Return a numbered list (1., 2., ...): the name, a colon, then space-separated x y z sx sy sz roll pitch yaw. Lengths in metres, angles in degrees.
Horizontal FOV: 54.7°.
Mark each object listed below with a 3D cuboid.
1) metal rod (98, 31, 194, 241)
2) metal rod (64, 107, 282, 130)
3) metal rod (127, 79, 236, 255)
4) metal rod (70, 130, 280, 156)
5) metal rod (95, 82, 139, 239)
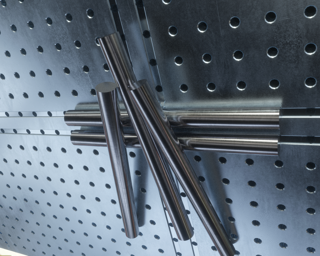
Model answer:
1. metal rod: -0.010 0.027 0.400 0.025 0.025 0.298 -6 116 31
2. metal rod: -0.003 -0.013 0.404 0.301 0.025 0.025 1 119 27
3. metal rod: 0.039 0.071 0.409 0.025 0.025 0.299 -11 120 32
4. metal rod: 0.001 0.017 0.420 0.301 0.025 0.025 1 119 27
5. metal rod: -0.056 0.069 0.458 0.025 0.025 0.298 13 131 20
